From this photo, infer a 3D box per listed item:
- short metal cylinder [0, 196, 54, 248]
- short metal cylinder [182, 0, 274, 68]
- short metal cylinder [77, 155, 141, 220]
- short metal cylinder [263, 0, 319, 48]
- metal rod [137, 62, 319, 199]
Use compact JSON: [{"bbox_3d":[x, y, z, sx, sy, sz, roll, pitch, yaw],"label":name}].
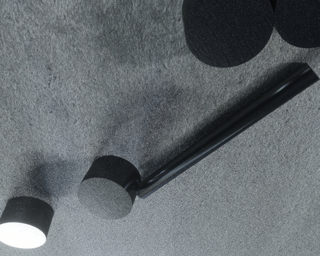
[{"bbox_3d":[-0.228,0.161,0.525,0.081,0.050,0.079,0,130,0],"label":"short metal cylinder"},{"bbox_3d":[0.063,-0.106,0.301,0.081,0.050,0.079,0,130,0],"label":"short metal cylinder"},{"bbox_3d":[-0.073,0.087,0.453,0.080,0.050,0.079,6,122,9],"label":"short metal cylinder"},{"bbox_3d":[0.140,-0.122,0.288,0.081,0.050,0.079,0,130,0],"label":"short metal cylinder"},{"bbox_3d":[0.072,0.018,0.423,0.025,0.025,0.299,36,121,-27],"label":"metal rod"}]
